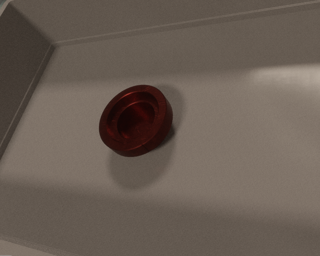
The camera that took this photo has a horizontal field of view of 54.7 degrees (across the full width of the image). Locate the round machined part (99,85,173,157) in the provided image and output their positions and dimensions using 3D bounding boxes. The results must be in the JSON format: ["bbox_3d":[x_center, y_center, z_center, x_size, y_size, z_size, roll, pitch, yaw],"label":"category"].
[{"bbox_3d":[-0.028,-0.006,0.411,0.098,0.042,0.098,-13,56,20],"label":"round machined part"}]
